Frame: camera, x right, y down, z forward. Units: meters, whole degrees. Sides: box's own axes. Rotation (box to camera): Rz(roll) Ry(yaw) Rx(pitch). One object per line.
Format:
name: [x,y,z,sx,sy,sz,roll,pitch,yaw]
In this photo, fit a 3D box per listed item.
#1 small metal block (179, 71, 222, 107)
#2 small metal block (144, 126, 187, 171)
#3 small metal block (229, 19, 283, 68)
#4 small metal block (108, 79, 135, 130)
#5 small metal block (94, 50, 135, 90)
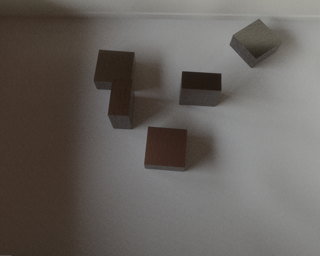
small metal block: [0.053,-0.051,0.416,0.050,0.050,0.025,3,70,1]
small metal block: [0.008,0.027,0.400,0.050,0.025,0.050,5,70,1]
small metal block: [0.141,-0.125,0.457,0.050,0.025,0.050,-34,74,-12]
small metal block: [-0.049,-0.030,0.407,0.025,0.050,0.050,3,70,1]
small metal block: [-0.063,-0.081,0.439,0.050,0.025,0.050,5,70,1]
